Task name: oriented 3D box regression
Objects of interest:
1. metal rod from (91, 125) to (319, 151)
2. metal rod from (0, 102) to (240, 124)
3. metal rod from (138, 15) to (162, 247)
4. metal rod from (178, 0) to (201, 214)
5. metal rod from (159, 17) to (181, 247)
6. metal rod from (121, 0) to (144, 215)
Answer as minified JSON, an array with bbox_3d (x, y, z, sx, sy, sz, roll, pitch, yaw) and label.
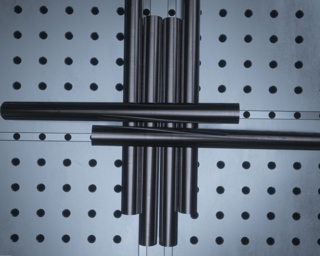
[{"bbox_3d":[0.068,0.013,0.393,0.302,0.025,0.025,2,90,-9],"label":"metal rod"},{"bbox_3d":[-0.056,-0.020,0.390,0.301,0.025,0.025,1,90,9],"label":"metal rod"},{"bbox_3d":[-0.013,0.004,0.412,0.025,0.025,0.298,1,90,0],"label":"metal rod"},{"bbox_3d":[0.039,-0.038,0.413,0.025,0.025,0.298,1,90,0],"label":"metal rod"},{"bbox_3d":[0.014,0.005,0.414,0.025,0.025,0.298,1,90,0],"label":"metal rod"},{"bbox_3d":[-0.037,-0.037,0.412,0.025,0.025,0.298,1,90,0],"label":"metal rod"}]
